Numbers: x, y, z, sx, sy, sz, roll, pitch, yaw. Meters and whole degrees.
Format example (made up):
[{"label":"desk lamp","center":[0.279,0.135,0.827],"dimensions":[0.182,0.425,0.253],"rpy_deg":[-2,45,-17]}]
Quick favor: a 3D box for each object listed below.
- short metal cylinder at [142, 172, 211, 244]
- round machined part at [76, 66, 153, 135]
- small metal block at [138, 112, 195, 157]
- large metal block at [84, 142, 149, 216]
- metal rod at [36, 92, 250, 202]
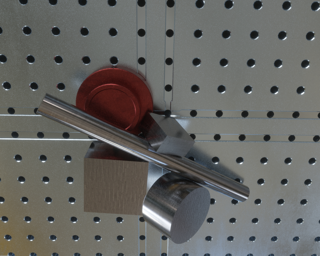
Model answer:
[{"label":"short metal cylinder","center":[0.023,0.106,0.417],"dimensions":[0.081,0.050,0.079],"rpy_deg":[-23,124,-40]},{"label":"round machined part","center":[-0.058,-0.027,0.394],"dimensions":[0.099,0.042,0.097],"rpy_deg":[0,110,-1]},{"label":"small metal block","center":[0.008,0.008,0.393],"dimensions":[0.050,0.050,0.025],"rpy_deg":[14,117,-42]},{"label":"large metal block","center":[-0.058,0.068,0.422],"dimensions":[0.081,0.050,0.079],"rpy_deg":[4,110,-2]},{"label":"metal rod","center":[-0.003,0.034,0.391],"dimensions":[0.302,0.025,0.025],"rpy_deg":[26,108,-23]}]
